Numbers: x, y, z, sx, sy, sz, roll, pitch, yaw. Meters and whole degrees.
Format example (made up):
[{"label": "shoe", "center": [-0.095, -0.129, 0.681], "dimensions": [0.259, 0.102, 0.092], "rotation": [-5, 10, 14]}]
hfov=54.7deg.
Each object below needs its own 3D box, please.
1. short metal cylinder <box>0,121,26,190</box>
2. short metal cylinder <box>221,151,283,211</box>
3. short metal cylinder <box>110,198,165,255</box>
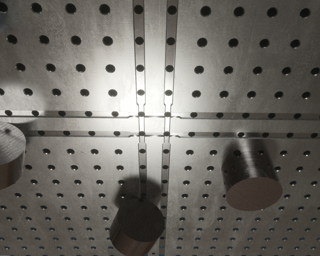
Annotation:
[{"label": "short metal cylinder", "center": [-0.220, 0.035, 0.402], "dimensions": [0.081, 0.080, 0.050], "rotation": [14, 129, -12]}, {"label": "short metal cylinder", "center": [0.136, 0.081, 0.466], "dimensions": [0.081, 0.050, 0.079], "rotation": [0, 130, 0]}, {"label": "short metal cylinder", "center": [-0.038, 0.165, 0.516], "dimensions": [0.081, 0.080, 0.050], "rotation": [15, 128, -13]}]
